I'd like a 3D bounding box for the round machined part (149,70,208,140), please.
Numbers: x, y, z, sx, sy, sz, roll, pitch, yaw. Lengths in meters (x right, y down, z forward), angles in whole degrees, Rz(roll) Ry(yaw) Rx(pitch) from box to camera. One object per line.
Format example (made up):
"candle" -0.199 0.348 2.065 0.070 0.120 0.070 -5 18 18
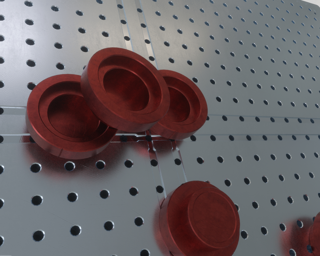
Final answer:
"round machined part" 0.012 -0.027 0.420 0.099 0.042 0.098 13 56 -21

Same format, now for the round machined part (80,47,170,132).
"round machined part" -0.041 -0.038 0.344 0.099 0.042 0.098 20 51 -26

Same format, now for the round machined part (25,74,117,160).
"round machined part" -0.098 -0.009 0.350 0.099 0.042 0.098 13 56 -21

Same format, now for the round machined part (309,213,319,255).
"round machined part" 0.251 0.162 0.432 0.099 0.042 0.098 13 56 -21

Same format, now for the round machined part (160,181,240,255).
"round machined part" 0.053 0.107 0.360 0.099 0.042 0.098 13 56 -21
